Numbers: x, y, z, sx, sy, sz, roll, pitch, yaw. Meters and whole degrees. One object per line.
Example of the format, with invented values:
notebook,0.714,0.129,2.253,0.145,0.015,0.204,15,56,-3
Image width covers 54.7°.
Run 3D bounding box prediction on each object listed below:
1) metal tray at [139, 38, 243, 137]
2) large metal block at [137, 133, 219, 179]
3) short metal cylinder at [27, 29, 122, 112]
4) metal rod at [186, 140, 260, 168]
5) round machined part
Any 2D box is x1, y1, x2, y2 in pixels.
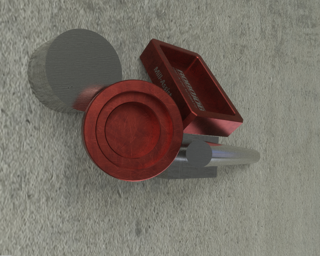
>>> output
metal tray,0.038,-0.050,0.387,0.091,0.030,0.130,6,47,-40
large metal block,0.014,0.032,0.384,0.081,0.080,0.050,6,87,-40
short metal cylinder,-0.087,-0.056,0.318,0.081,0.050,0.079,0,90,-40
metal rod,0.101,0.037,0.416,0.301,0.025,0.025,12,82,-64
round machined part,-0.030,0.002,0.314,0.099,0.042,0.097,0,89,-20
